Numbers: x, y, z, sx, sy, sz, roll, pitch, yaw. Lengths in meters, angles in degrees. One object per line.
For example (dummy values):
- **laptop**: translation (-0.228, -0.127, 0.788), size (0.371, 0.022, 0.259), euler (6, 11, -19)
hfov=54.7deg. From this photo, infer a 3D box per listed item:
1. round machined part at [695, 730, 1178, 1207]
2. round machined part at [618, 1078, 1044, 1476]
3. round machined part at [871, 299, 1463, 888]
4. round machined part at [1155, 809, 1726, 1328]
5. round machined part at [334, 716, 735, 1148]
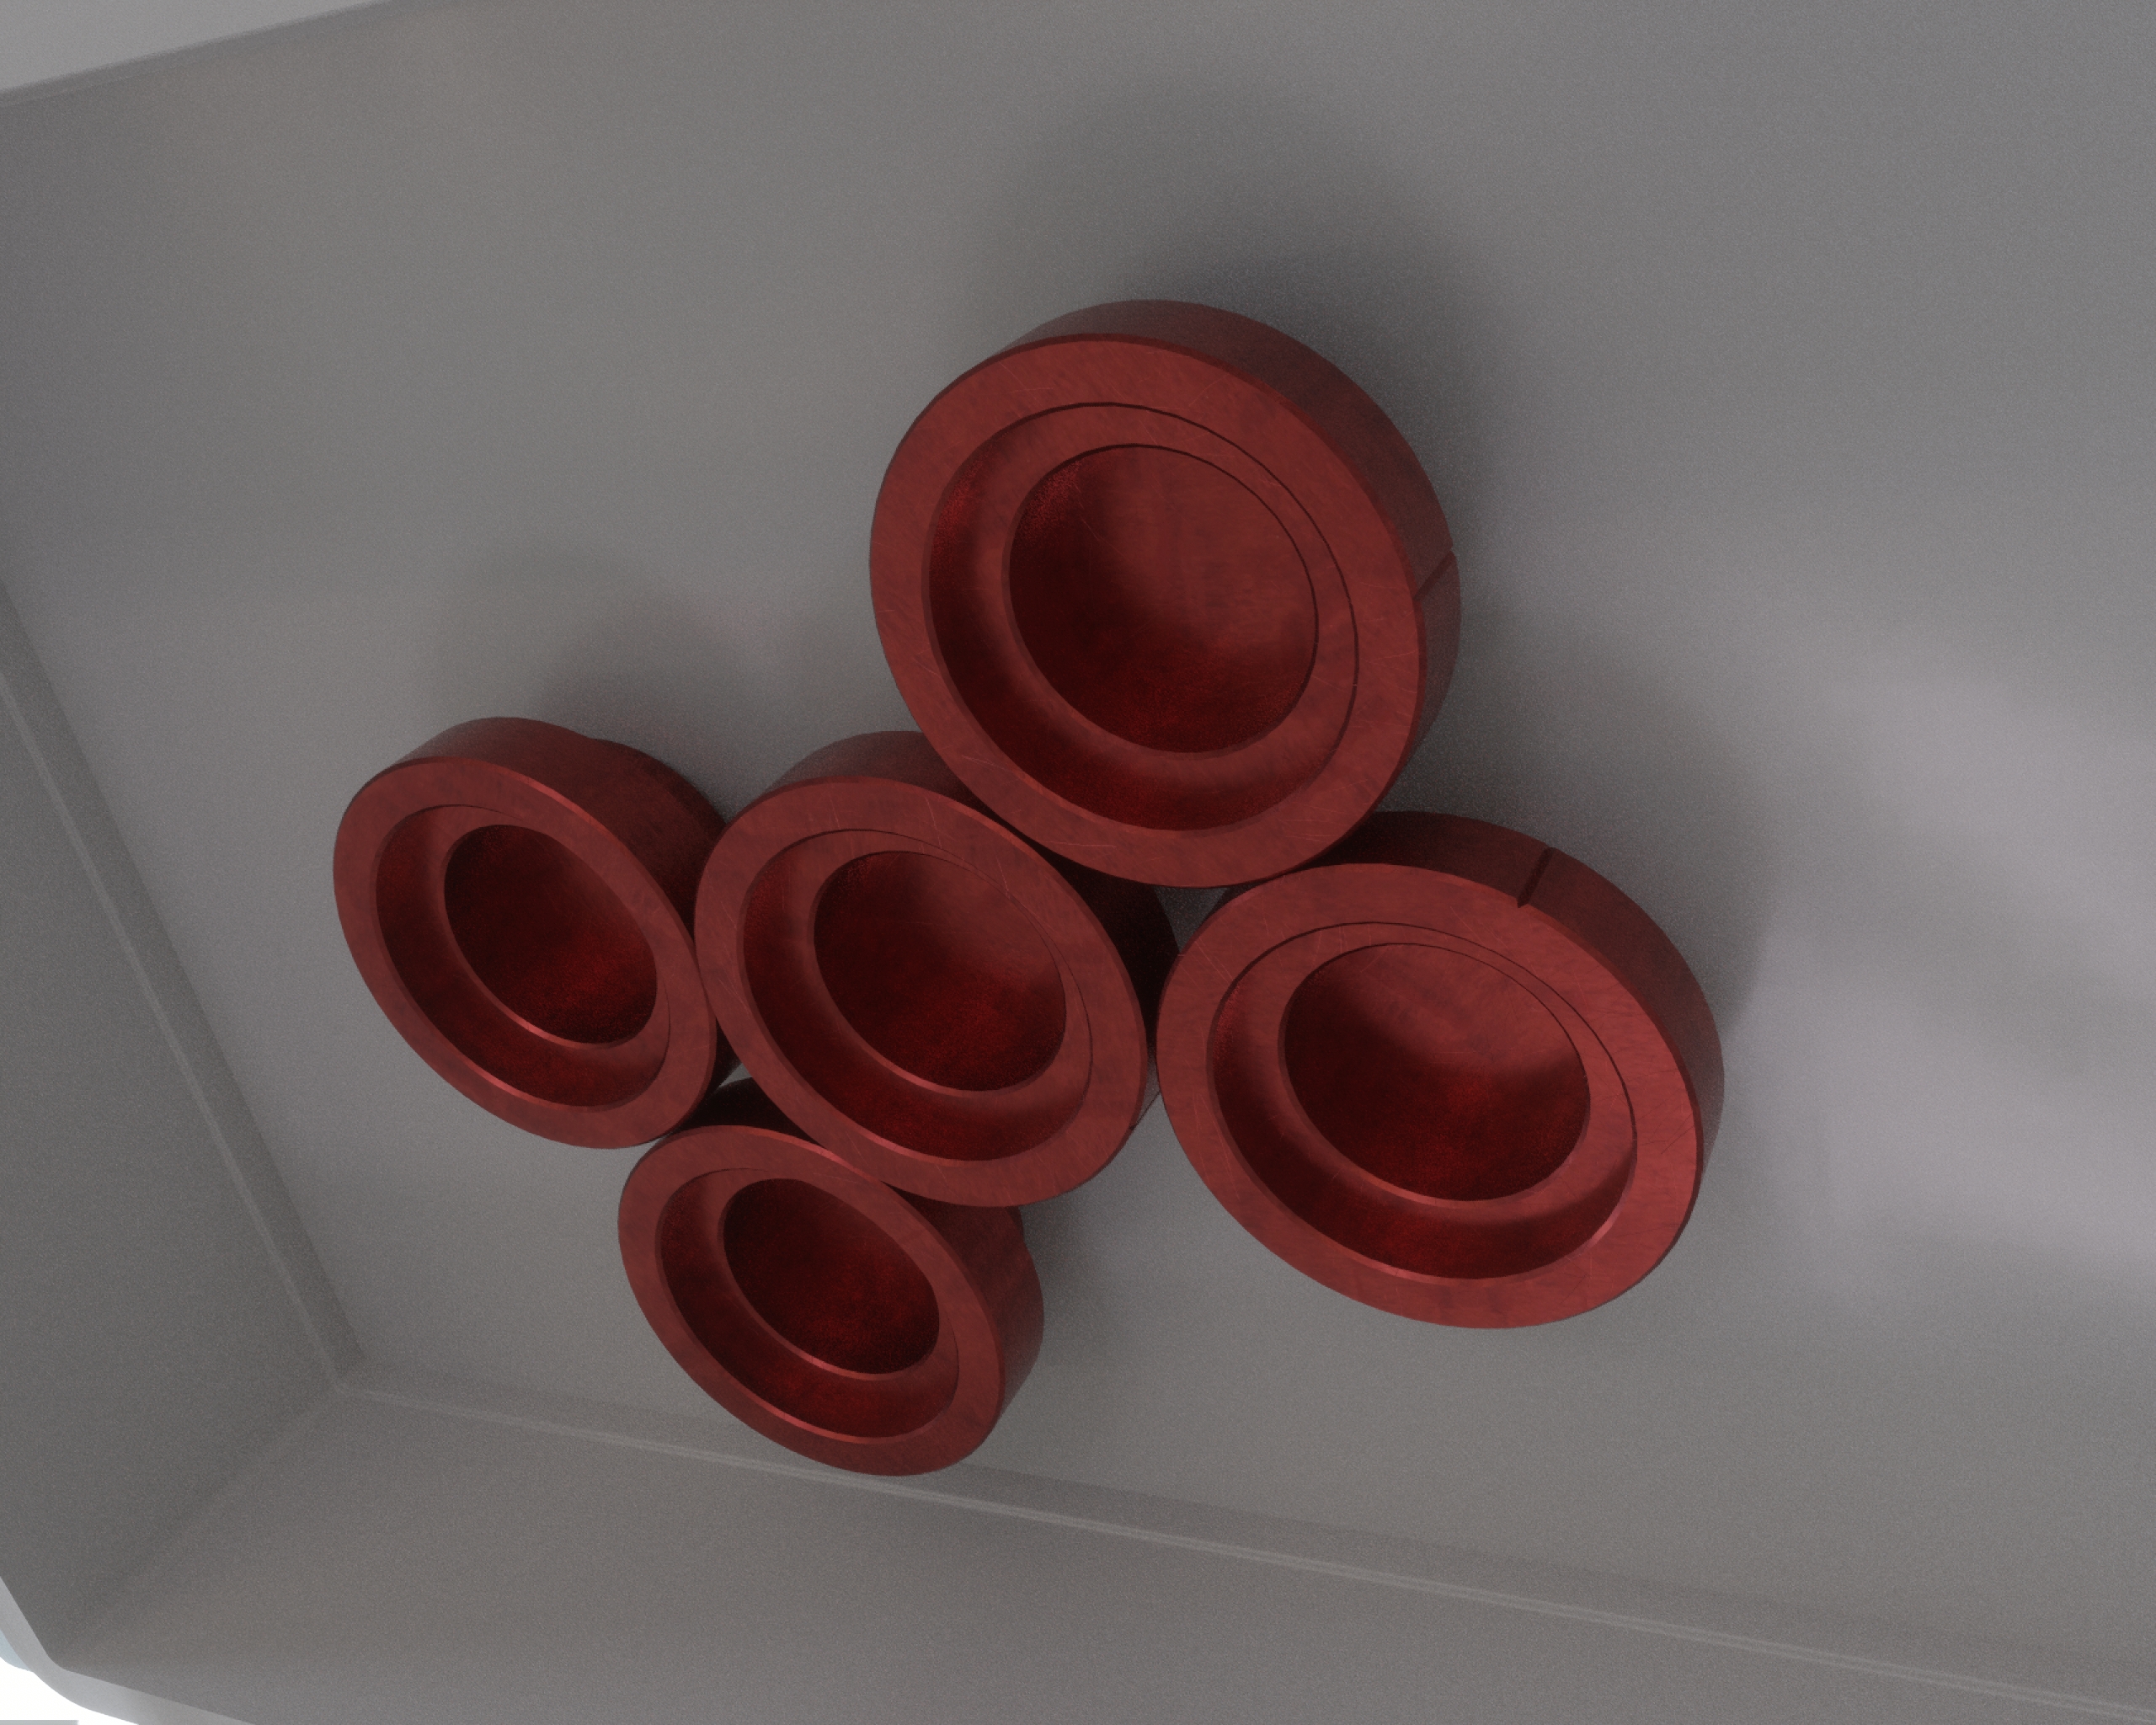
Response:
- **round machined part**: translation (-0.023, 0.017, 0.416), size (0.098, 0.042, 0.097), euler (13, 124, 21)
- **round machined part**: translation (-0.052, 0.088, 0.476), size (0.098, 0.042, 0.097), euler (13, 124, 21)
- **round machined part**: translation (0.018, -0.048, 0.356), size (0.098, 0.042, 0.097), euler (13, 124, 21)
- **round machined part**: translation (0.067, 0.033, 0.379), size (0.098, 0.042, 0.097), euler (13, 124, 21)
- **round machined part**: translation (-0.111, 0.011, 0.460), size (0.098, 0.042, 0.097), euler (13, 124, 21)
